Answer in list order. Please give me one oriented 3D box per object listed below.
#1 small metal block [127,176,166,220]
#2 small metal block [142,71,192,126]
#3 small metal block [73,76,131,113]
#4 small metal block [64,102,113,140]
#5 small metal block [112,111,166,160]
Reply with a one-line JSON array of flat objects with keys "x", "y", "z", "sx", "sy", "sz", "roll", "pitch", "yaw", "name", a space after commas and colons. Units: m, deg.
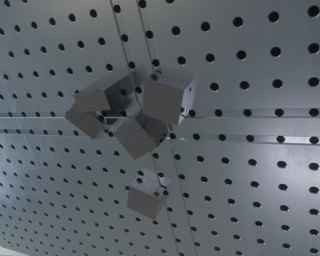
[{"x": -0.023, "y": 0.111, "z": 0.493, "sx": 0.050, "sy": 0.025, "sz": 0.050, "roll": 21, "pitch": 127, "yaw": 15, "name": "small metal block"}, {"x": 0.007, "y": -0.037, "z": 0.385, "sx": 0.050, "sy": 0.025, "sz": 0.050, "roll": 19, "pitch": 126, "yaw": 17, "name": "small metal block"}, {"x": -0.075, "y": -0.044, "z": 0.408, "sx": 0.050, "sy": 0.050, "sz": 0.025, "roll": -4, "pitch": 117, "yaw": 30, "name": "small metal block"}, {"x": -0.099, "y": -0.010, "z": 0.438, "sx": 0.050, "sy": 0.050, "sz": 0.025, "roll": 38, "pitch": 94, "yaw": 3, "name": "small metal block"}, {"x": -0.030, "y": 0.010, "z": 0.434, "sx": 0.050, "sy": 0.025, "sz": 0.050, "roll": -31, "pitch": 101, "yaw": 38, "name": "small metal block"}]
